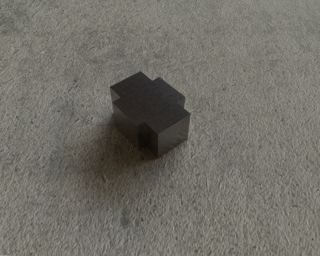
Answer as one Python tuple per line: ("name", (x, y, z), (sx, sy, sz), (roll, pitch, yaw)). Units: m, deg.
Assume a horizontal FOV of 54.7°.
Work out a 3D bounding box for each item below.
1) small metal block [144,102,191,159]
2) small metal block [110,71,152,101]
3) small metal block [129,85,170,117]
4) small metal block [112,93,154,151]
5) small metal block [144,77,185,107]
("small metal block", (0.009, 0.004, 0.385), (0.050, 0.050, 0.025), (-32, 57, -24))
("small metal block", (-0.038, -0.042, 0.422), (0.050, 0.050, 0.025), (-32, 57, -24))
("small metal block", (-0.014, -0.019, 0.404), (0.025, 0.050, 0.050), (-33, 58, -24))
("small metal block", (-0.033, -0.007, 0.393), (0.025, 0.050, 0.050), (-33, 58, -24))
("small metal block", (0.006, -0.032, 0.414), (0.025, 0.050, 0.050), (-34, 58, -25))
